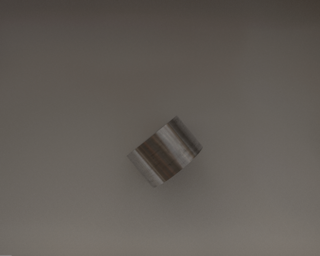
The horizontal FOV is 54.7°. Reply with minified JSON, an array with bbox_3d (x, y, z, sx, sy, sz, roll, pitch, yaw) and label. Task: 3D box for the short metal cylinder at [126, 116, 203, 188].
[{"bbox_3d":[0.006,0.029,0.384,0.080,0.080,0.050,-39,90,0],"label":"short metal cylinder"}]
